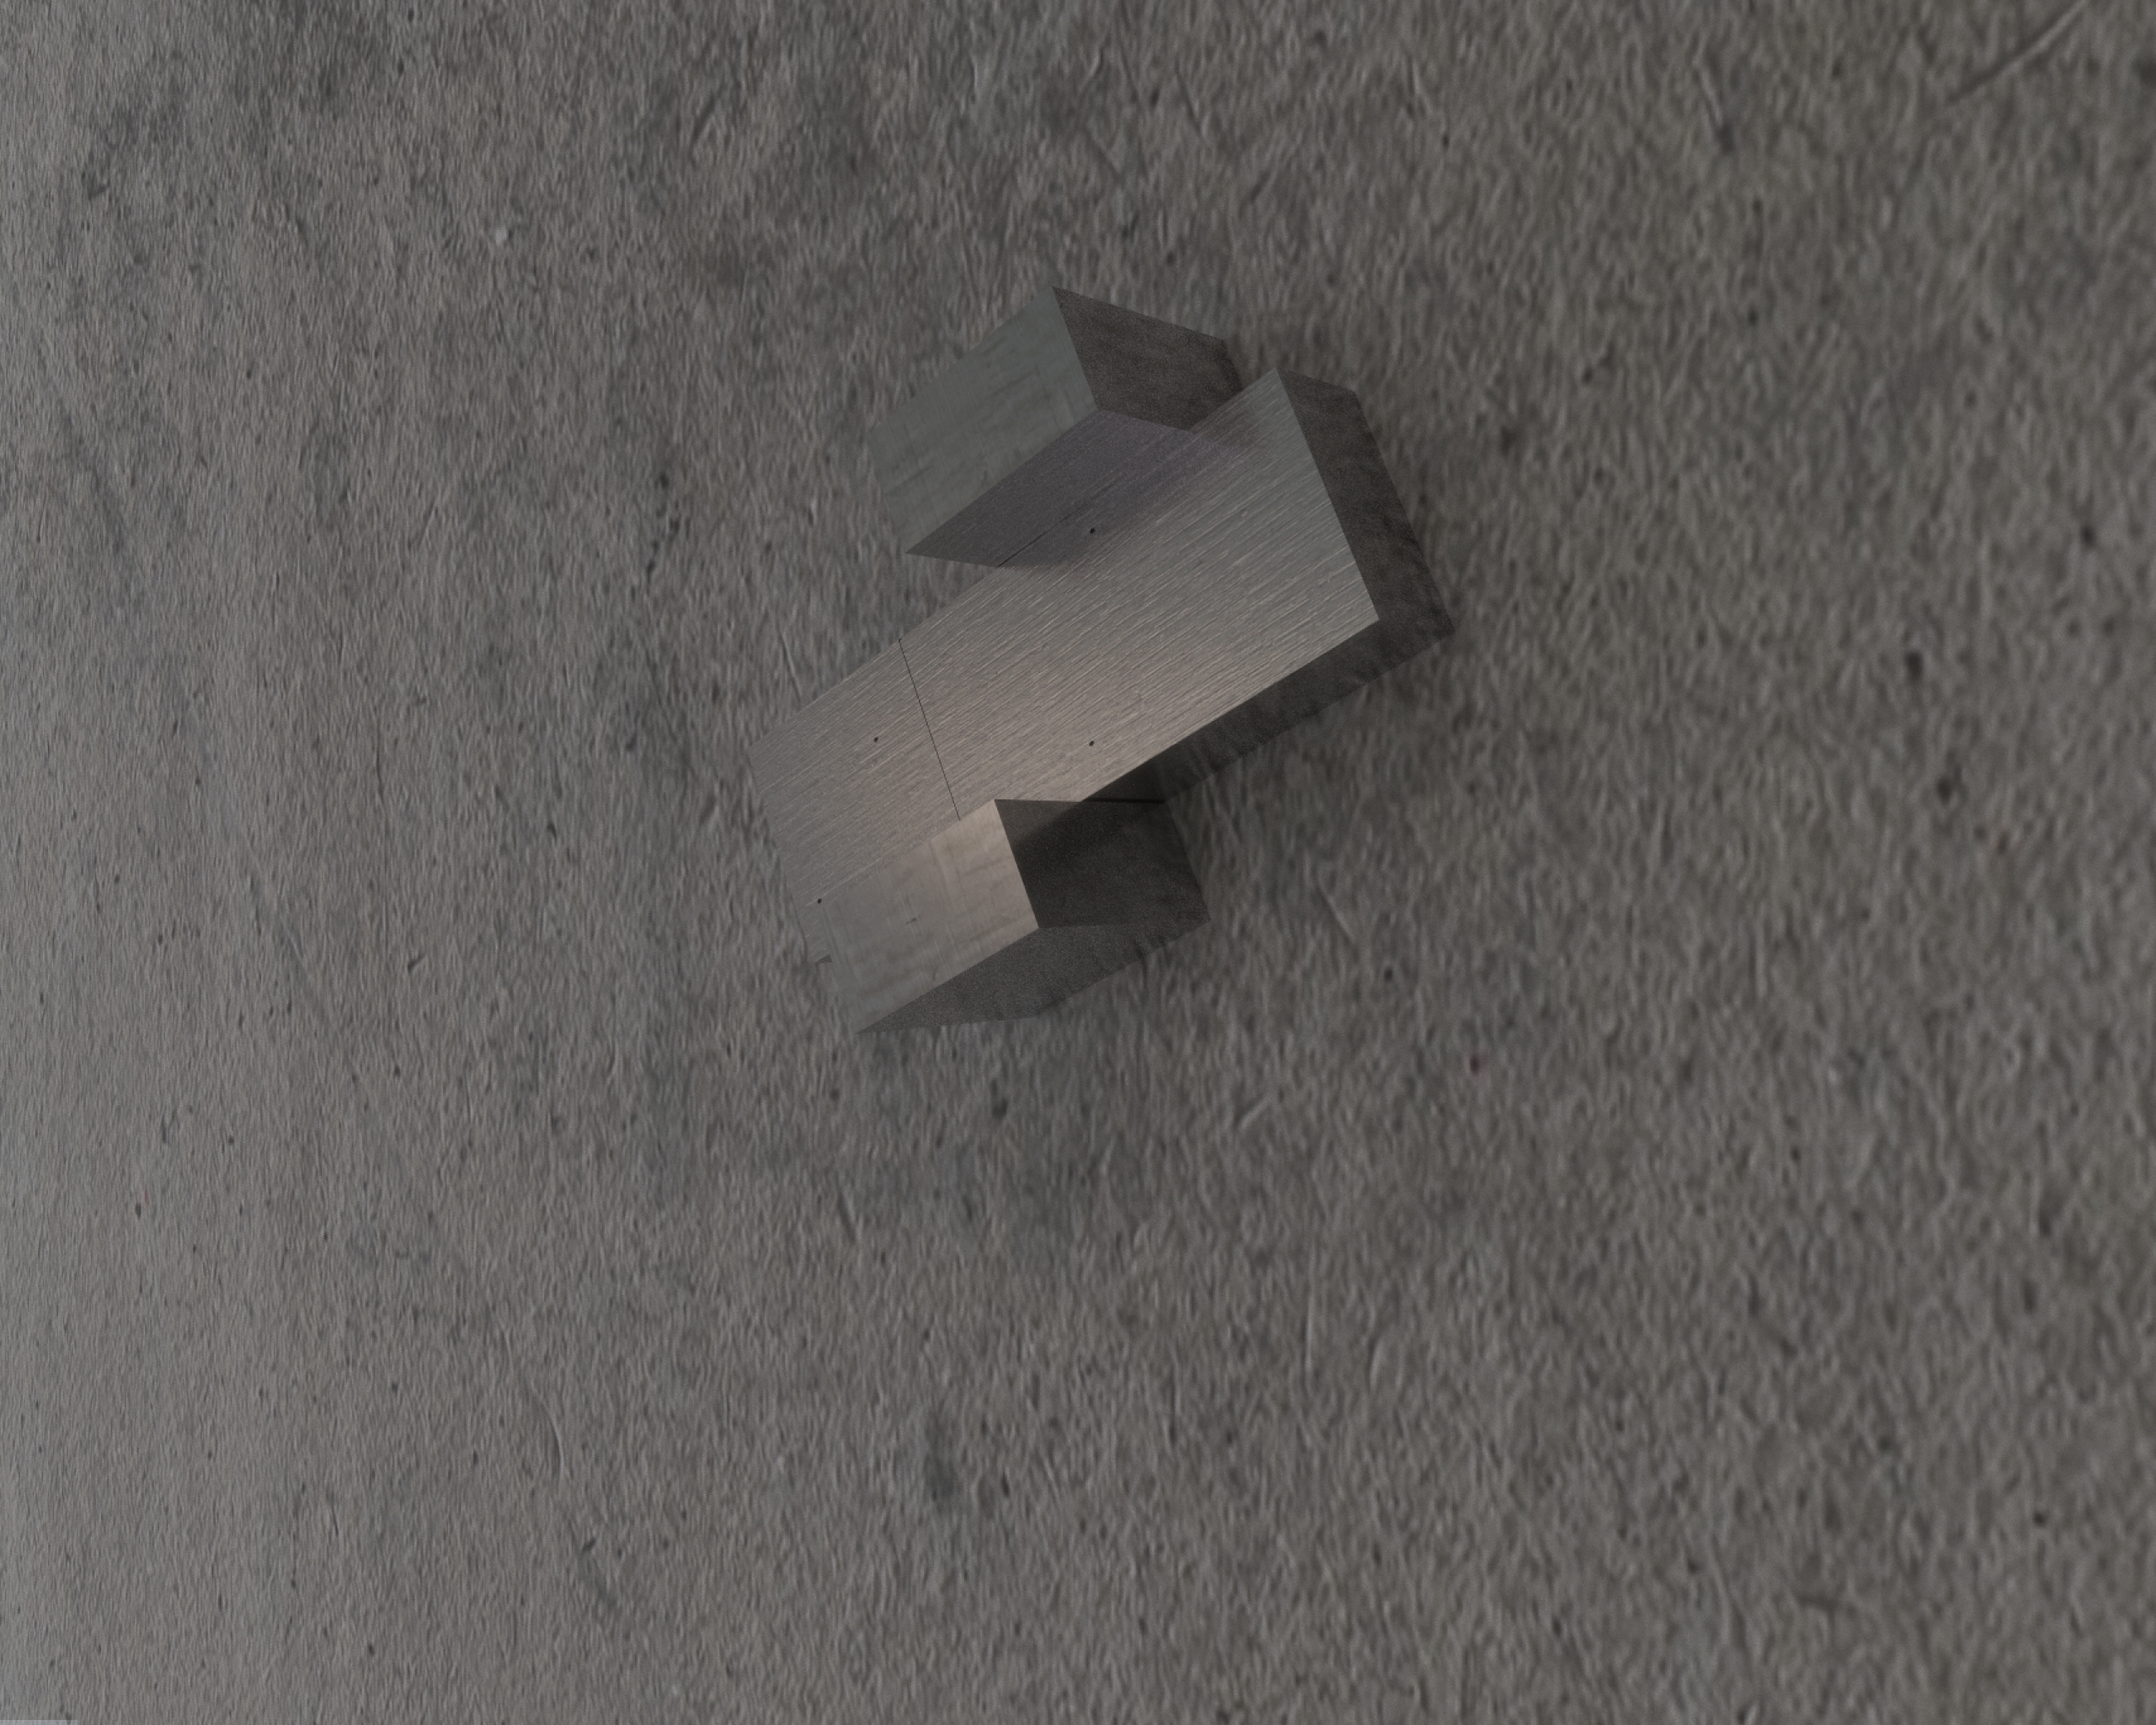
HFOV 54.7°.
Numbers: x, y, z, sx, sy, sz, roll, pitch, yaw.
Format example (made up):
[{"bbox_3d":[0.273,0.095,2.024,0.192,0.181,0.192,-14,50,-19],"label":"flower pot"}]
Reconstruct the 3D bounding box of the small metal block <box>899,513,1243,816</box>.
[{"bbox_3d":[-0.002,-0.032,0.407,0.050,0.025,0.050,-31,71,36],"label":"small metal block"}]

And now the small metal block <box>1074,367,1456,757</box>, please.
[{"bbox_3d":[0.033,-0.053,0.378,0.050,0.025,0.050,-31,71,36],"label":"small metal block"}]

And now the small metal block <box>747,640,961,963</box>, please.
[{"bbox_3d":[-0.037,-0.012,0.436,0.050,0.025,0.050,-31,71,36],"label":"small metal block"}]

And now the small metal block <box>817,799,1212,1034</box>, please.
[{"bbox_3d":[-0.012,0.010,0.399,0.050,0.050,0.025,-31,71,36],"label":"small metal block"}]

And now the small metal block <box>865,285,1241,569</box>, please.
[{"bbox_3d":[-0.002,-0.078,0.390,0.050,0.050,0.025,-30,71,36],"label":"small metal block"}]
